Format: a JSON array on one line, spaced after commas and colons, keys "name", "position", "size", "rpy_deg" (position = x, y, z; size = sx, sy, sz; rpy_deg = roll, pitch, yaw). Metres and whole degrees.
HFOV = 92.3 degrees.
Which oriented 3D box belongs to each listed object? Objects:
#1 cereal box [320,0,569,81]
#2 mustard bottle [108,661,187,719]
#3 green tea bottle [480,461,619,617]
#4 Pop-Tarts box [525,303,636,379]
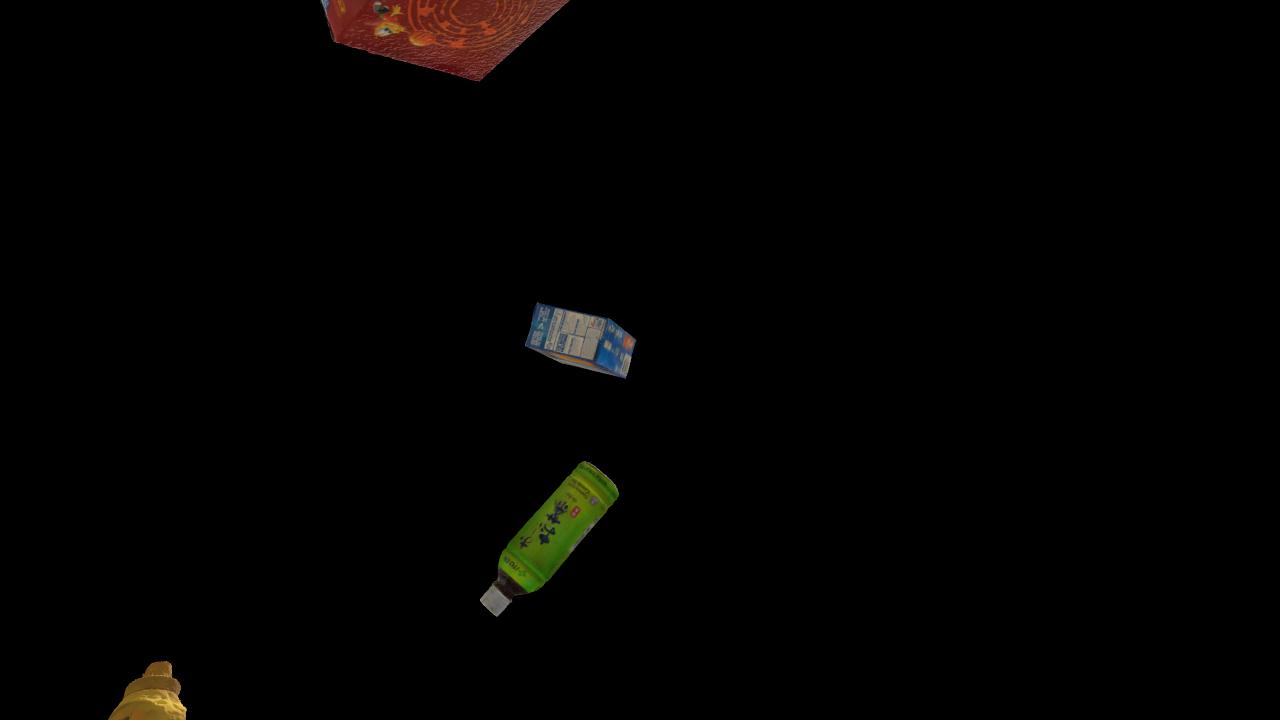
[{"name": "cereal box", "position": [-0.162, -0.420, 0.636], "size": [0.306, 0.081, 0.203], "rpy_deg": [-20, -2, 36]}, {"name": "mustard bottle", "position": [-0.438, 0.349, 0.529], "size": [0.054, 0.092, 0.184], "rpy_deg": [40, 14, -39]}, {"name": "green tea bottle", "position": [-0.116, 0.228, 0.779], "size": [0.073, 0.212, 0.073], "rpy_deg": [34, -23, 16]}, {"name": "Pop-Tarts box", "position": [-0.102, -0.032, 1.115], "size": [0.141, 0.083, 0.167], "rpy_deg": [13, -8, 18]}]
